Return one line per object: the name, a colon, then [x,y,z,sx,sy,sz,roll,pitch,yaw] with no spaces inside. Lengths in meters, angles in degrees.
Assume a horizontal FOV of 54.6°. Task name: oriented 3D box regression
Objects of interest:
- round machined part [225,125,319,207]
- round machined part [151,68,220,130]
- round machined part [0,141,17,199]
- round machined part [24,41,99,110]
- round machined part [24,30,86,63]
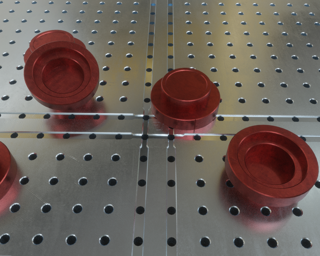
round machined part: [0.124,0.046,0.359,0.099,0.042,0.098,0,50,0]
round machined part: [0.036,-0.048,0.437,0.099,0.042,0.098,0,50,0]
round machined part: [-0.223,0.047,0.356,0.099,0.042,0.098,0,50,0]
round machined part: [-0.136,-0.070,0.440,0.099,0.042,0.098,3,72,-10]
round machined part: [-0.168,-0.121,0.498,0.099,0.042,0.098,0,50,0]
